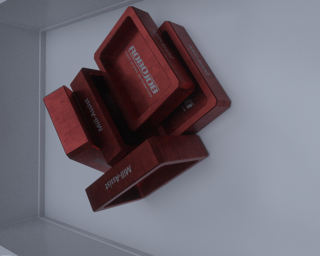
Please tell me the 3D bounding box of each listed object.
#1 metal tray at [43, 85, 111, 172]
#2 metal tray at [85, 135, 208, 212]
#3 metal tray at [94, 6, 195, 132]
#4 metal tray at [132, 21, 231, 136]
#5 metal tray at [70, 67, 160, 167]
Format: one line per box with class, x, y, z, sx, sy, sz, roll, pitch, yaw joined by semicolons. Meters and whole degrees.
metal tray;-0.093;0.009;0.412;0.030;0.130;0.090;-31;67;3
metal tray;-0.017;0.055;0.375;0.130;0.091;0.030;-39;66;32
metal tray;-0.025;-0.071;0.380;0.090;0.030;0.130;-44;63;31
metal tray;0.017;-0.055;0.387;0.090;0.030;0.130;-42;64;33
metal tray;-0.050;-0.016;0.400;0.030;0.091;0.130;-44;64;31
